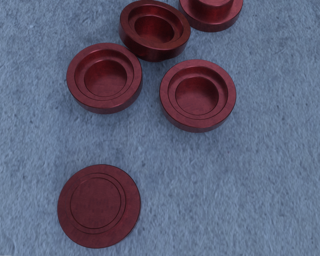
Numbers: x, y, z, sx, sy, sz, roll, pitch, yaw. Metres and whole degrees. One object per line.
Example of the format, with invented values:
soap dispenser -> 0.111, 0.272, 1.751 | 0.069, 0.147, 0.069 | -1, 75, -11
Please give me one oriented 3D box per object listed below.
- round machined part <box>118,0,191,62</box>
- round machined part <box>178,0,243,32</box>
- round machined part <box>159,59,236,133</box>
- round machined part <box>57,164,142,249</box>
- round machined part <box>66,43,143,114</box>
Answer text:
round machined part -> -0.010, -0.132, 0.438 | 0.099, 0.042, 0.098 | 7, 58, -11
round machined part -> 0.079, -0.199, 0.473 | 0.099, 0.042, 0.098 | 0, 70, -1
round machined part -> 0.048, -0.039, 0.414 | 0.099, 0.042, 0.098 | 0, 70, -1
round machined part -> -0.072, 0.090, 0.365 | 0.099, 0.042, 0.098 | 0, 70, -1
round machined part -> -0.072, -0.063, 0.421 | 0.099, 0.042, 0.098 | 0, 70, -1
